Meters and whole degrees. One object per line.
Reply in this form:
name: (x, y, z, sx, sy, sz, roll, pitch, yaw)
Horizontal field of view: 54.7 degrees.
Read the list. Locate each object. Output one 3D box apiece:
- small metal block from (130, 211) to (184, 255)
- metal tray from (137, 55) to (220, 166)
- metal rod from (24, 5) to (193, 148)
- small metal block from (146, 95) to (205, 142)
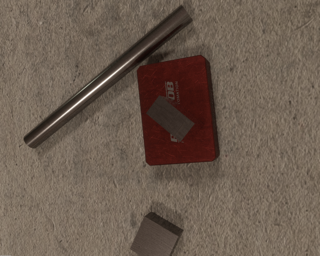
small metal block: (-0.004, 0.148, 0.410, 0.050, 0.025, 0.050, 26, 98, 17)
metal tray: (0.023, -0.020, 0.398, 0.090, 0.030, 0.129, -6, 88, 19)
metal rod: (-0.082, -0.063, 0.436, 0.300, 0.025, 0.025, -36, 79, 16)
small metal block: (0.019, -0.011, 0.356, 0.050, 0.050, 0.025, 40, 103, 15)
